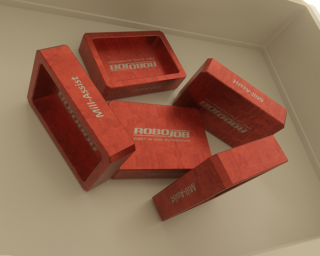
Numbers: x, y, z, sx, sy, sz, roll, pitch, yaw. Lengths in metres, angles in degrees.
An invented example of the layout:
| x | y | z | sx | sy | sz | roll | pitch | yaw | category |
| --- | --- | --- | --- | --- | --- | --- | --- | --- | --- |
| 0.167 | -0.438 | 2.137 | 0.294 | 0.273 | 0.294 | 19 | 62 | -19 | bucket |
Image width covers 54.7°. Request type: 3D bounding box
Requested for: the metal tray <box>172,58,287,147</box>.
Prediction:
| x | y | z | sx | sy | sz | roll | pitch | yaw | category |
| --- | --- | --- | --- | --- | --- | --- | --- | --- | --- |
| 0.094 | -0.027 | 0.430 | 0.130 | 0.090 | 0.030 | 33 | 52 | -7 | metal tray |

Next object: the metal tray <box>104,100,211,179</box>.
| x | y | z | sx | sy | sz | roll | pitch | yaw | category |
| --- | --- | --- | --- | --- | --- | --- | --- | --- | --- |
| -0.002 | 0.016 | 0.389 | 0.131 | 0.030 | 0.090 | 3 | 60 | -27 | metal tray |

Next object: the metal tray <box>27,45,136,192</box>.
| x | y | z | sx | sy | sz | roll | pitch | yaw | category |
| --- | --- | --- | --- | --- | --- | --- | --- | --- | --- |
| -0.087 | -0.008 | 0.320 | 0.030 | 0.090 | 0.130 | -27 | 77 | -38 | metal tray |

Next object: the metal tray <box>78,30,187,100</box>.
| x | y | z | sx | sy | sz | roll | pitch | yaw | category |
| --- | --- | --- | --- | --- | --- | --- | --- | --- | --- |
| -0.036 | -0.092 | 0.438 | 0.131 | 0.030 | 0.090 | -14 | 69 | -34 | metal tray |

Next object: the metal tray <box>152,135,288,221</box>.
| x | y | z | sx | sy | sz | roll | pitch | yaw | category |
| --- | --- | --- | --- | --- | --- | --- | --- | --- | --- |
| 0.059 | 0.057 | 0.333 | 0.091 | 0.129 | 0.030 | -13 | 69 | -34 | metal tray |
